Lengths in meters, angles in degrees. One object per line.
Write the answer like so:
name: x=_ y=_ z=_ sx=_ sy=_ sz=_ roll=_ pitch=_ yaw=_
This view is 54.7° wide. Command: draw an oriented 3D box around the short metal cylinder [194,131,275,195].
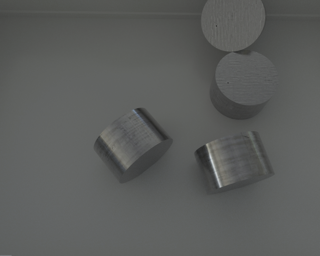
short metal cylinder: x=0.086 y=0.043 z=0.365 sx=0.081 sy=0.080 sz=0.050 roll=-14 pitch=71 yaw=-5

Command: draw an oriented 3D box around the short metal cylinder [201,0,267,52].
short metal cylinder: x=0.101 y=-0.146 z=0.417 sx=0.080 sy=0.050 sz=0.079 roll=7 pitch=110 yaw=19

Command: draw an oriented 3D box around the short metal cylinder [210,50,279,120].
short metal cylinder: x=0.111 y=-0.057 z=0.418 sx=0.081 sy=0.050 sz=0.080 roll=0 pitch=70 yaw=0

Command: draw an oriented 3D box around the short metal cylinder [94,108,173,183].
short metal cylinder: x=-0.031 y=0.021 z=0.372 sx=0.080 sy=0.080 sz=0.050 roll=-38 pitch=74 yaw=-12
